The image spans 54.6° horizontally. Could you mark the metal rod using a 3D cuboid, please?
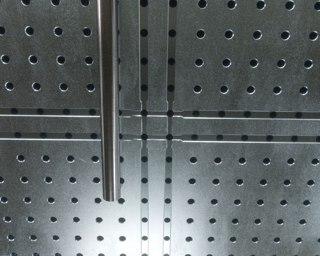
[{"bbox_3d":[-0.065,-0.040,0.397,0.025,0.025,0.298,2,110,-1],"label":"metal rod"}]
